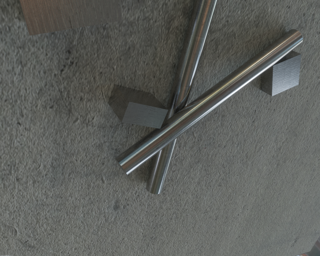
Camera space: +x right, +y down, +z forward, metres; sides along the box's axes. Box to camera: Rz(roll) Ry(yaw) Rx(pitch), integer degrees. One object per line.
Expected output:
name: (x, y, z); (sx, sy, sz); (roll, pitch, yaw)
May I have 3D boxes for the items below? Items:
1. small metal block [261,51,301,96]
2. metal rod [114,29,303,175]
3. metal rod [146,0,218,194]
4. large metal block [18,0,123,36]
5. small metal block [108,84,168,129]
small metal block: (0.177, -0.082, 0.456); (0.050, 0.025, 0.050); (-23, 127, -15)
metal rod: (0.072, -0.041, 0.397); (0.301, 0.025, 0.025); (-36, 130, -15)
metal rod: (0.025, -0.041, 0.397); (0.025, 0.025, 0.298); (0, 119, -29)
large metal block: (-0.083, -0.132, 0.264); (0.081, 0.050, 0.079); (-17, 125, -19)
small metal block: (-0.027, -0.025, 0.362); (0.050, 0.050, 0.025); (10, 114, -33)
